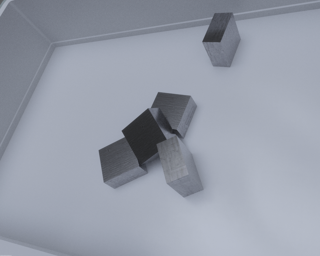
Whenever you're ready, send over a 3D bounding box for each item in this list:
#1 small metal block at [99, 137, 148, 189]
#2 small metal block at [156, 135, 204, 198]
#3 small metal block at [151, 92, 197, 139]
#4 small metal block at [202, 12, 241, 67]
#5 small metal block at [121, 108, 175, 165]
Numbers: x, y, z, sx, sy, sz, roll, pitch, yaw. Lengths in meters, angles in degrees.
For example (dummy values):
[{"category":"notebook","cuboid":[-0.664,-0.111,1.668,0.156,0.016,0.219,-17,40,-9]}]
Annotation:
[{"category":"small metal block","cuboid":[-0.049,0.044,0.403,0.050,0.025,0.050,-26,53,11]},{"category":"small metal block","cuboid":[0.023,0.044,0.350,0.025,0.050,0.050,-25,53,13]},{"category":"small metal block","cuboid":[0.014,-0.018,0.408,0.050,0.025,0.050,11,67,32]},{"category":"small metal block","cuboid":[0.084,-0.118,0.417,0.025,0.050,0.050,11,67,32]},{"category":"small metal block","cuboid":[-0.012,0.010,0.383,0.050,0.025,0.050,-38,74,28]}]
